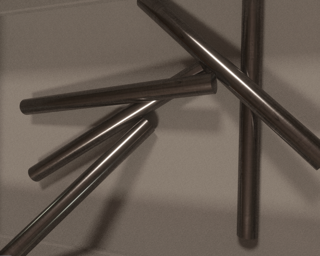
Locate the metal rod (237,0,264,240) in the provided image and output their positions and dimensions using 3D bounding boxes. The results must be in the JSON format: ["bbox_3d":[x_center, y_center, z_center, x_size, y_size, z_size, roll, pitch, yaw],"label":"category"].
[{"bbox_3d":[0.108,-0.019,0.372,0.025,0.025,0.298,1,90,19],"label":"metal rod"}]

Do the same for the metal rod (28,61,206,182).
[{"bbox_3d":[-0.069,-0.002,0.433,0.300,0.025,0.025,-31,80,17],"label":"metal rod"}]

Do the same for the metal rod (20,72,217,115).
[{"bbox_3d":[-0.073,-0.042,0.416,0.300,0.025,0.025,-4,89,26],"label":"metal rod"}]

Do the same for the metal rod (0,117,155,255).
[{"bbox_3d":[-0.120,0.097,0.380,0.025,0.025,0.301,42,75,15],"label":"metal rod"}]

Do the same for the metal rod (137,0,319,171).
[{"bbox_3d":[0.072,-0.070,0.363,0.025,0.025,0.300,-47,68,14],"label":"metal rod"}]
